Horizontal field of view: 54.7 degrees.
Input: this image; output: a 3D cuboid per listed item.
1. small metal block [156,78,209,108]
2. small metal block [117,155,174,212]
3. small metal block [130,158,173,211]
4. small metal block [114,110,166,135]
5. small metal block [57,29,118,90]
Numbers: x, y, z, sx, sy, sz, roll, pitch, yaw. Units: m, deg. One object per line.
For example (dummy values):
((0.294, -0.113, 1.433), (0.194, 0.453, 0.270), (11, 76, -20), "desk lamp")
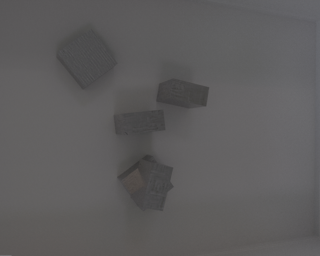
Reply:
((0.029, -0.044, 0.408), (0.050, 0.050, 0.025), (11, 87, -20), "small metal block")
((-0.019, 0.071, 0.404), (0.050, 0.025, 0.050), (-36, 102, -16), "small metal block")
((-0.011, 0.066, 0.367), (0.025, 0.050, 0.050), (15, 85, -19), "small metal block")
((-0.027, -0.007, 0.387), (0.050, 0.050, 0.025), (-7, 93, -20), "small metal block")
((-0.089, -0.083, 0.378), (0.050, 0.025, 0.050), (-41, 103, -15), "small metal block")
